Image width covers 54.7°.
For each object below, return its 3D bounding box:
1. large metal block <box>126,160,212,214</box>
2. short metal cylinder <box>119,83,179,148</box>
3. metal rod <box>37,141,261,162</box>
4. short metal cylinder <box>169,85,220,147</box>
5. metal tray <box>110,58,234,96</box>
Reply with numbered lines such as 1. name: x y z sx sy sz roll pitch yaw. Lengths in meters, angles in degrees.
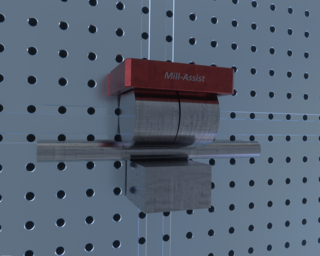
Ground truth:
1. large metal block: 0.008 0.067 0.382 0.081 0.080 0.050 1 90 -20
2. short metal cylinder: -0.016 -0.016 0.375 0.050 0.080 0.079 1 90 -20
3. metal rod: 0.000 0.029 0.409 0.303 0.025 0.025 1 90 -20
4. short metal cylinder: 0.033 -0.016 0.393 0.050 0.080 0.079 2 90 -20
5. metal tray: 0.012 -0.056 0.378 0.131 0.090 0.030 1 90 -20
